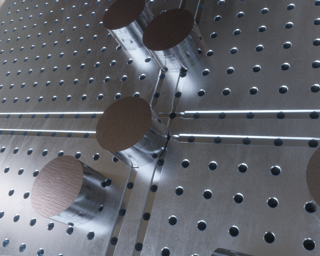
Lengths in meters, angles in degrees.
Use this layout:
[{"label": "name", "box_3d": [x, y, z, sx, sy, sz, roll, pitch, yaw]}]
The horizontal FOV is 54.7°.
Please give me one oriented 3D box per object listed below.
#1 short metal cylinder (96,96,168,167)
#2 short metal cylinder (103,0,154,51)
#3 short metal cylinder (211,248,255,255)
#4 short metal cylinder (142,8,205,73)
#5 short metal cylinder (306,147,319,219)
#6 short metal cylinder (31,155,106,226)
[{"label": "short metal cylinder", "box_3d": [-0.036, 0.005, 0.408, 0.080, 0.050, 0.080, -13, 56, 21]}, {"label": "short metal cylinder", "box_3d": [-0.050, -0.180, 0.529, 0.080, 0.050, 0.080, -13, 56, 21]}, {"label": "short metal cylinder", "box_3d": [0.067, 0.144, 0.249, 0.050, 0.080, 0.080, 3, 63, 29]}, {"label": "short metal cylinder", "box_3d": [0.021, -0.129, 0.460, 0.080, 0.050, 0.080, -13, 56, 21]}, {"label": "short metal cylinder", "box_3d": [0.173, 0.052, 0.269, 0.080, 0.050, 0.080, -13, 56, 21]}, {"label": "short metal cylinder", "box_3d": [-0.118, 0.082, 0.404, 0.080, 0.050, 0.080, -13, 56, 21]}]
